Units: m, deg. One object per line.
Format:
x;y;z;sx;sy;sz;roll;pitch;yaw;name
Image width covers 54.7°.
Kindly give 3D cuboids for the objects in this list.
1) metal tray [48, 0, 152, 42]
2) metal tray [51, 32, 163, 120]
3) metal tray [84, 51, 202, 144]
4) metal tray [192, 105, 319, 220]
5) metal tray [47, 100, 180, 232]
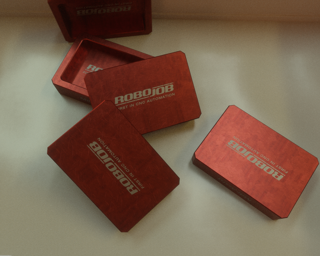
-0.078;-0.165;0.434;0.131;0.090;0.030;-7;71;-3;metal tray
-0.069;-0.072;0.432;0.131;0.030;0.090;21;71;7;metal tray
-0.021;-0.039;0.399;0.131;0.030;0.089;-16;93;-11;metal tray
0.118;0.042;0.393;0.130;0.030;0.090;35;73;11;metal tray
-0.052;0.043;0.362;0.090;0.030;0.130;-42;98;-9;metal tray
